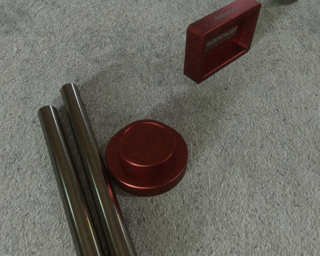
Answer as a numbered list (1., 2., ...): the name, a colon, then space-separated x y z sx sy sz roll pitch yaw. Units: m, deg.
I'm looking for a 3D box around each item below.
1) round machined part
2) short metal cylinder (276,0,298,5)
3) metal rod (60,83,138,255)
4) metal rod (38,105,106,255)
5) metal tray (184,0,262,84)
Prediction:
1. round machined part: -0.016 0.028 0.369 0.099 0.042 0.098 0 50 0
2. short metal cylinder: 0.254 -0.296 0.618 0.081 0.080 0.050 -15 52 -13
3. metal rod: -0.074 0.051 0.359 0.025 0.025 0.300 -18 52 -14
4. metal rod: -0.090 0.083 0.332 0.025 0.025 0.300 -19 53 -16
5. metal tray: 0.095 -0.135 0.475 0.131 0.090 0.030 -35 58 -26
